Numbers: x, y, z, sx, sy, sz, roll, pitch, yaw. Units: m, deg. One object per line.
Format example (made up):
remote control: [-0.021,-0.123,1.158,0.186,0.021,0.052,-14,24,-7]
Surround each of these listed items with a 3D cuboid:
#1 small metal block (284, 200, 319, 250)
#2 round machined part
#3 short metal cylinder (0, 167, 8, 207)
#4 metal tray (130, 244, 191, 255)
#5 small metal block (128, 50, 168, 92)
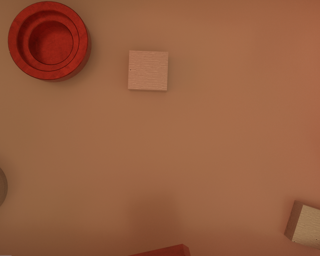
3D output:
small metal block: [0.202,0.131,0.414,0.050,0.025,0.050,18,90,-1]
round machined part: [-0.138,-0.108,0.401,0.099,0.042,0.097,0,90,-1]
short metal cylinder: [-0.247,0.080,0.396,0.081,0.050,0.079,0,90,-1]
metal tray: [-0.003,0.186,0.291,0.091,0.030,0.129,-12,90,-1]
small metal block: [-0.015,-0.074,0.411,0.050,0.025,0.050,2,90,-1]
